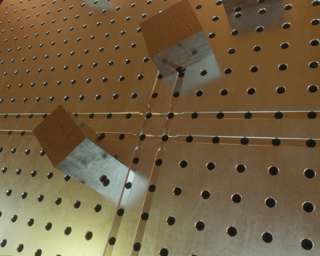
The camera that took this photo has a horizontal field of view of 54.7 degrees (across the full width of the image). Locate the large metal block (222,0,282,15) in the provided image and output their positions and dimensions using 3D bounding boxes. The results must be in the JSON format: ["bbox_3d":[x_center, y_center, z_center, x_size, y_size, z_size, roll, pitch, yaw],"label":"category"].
[{"bbox_3d":[0.133,-0.225,0.460,0.080,0.050,0.080,-7,59,24],"label":"large metal block"}]

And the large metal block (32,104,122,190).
[{"bbox_3d":[-0.109,0.026,0.412,0.050,0.080,0.080,-45,51,-3],"label":"large metal block"}]

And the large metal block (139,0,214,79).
[{"bbox_3d":[0.023,-0.133,0.460,0.080,0.050,0.080,-25,53,12],"label":"large metal block"}]
